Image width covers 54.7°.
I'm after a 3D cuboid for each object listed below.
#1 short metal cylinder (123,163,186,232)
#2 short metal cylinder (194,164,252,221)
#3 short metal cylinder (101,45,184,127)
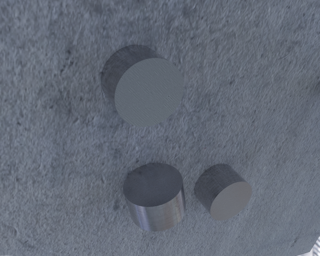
[{"bbox_3d":[-0.006,0.094,0.428,0.081,0.080,0.050,-21,127,-16],"label":"short metal cylinder"},{"bbox_3d":[0.105,0.106,0.516,0.081,0.050,0.079,-14,125,-21],"label":"short metal cylinder"},{"bbox_3d":[-0.021,-0.048,0.351,0.081,0.050,0.079,-14,125,-21],"label":"short metal cylinder"}]
